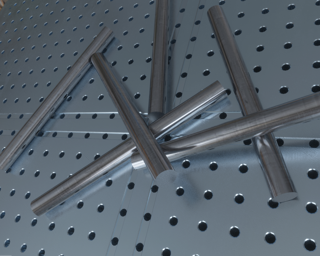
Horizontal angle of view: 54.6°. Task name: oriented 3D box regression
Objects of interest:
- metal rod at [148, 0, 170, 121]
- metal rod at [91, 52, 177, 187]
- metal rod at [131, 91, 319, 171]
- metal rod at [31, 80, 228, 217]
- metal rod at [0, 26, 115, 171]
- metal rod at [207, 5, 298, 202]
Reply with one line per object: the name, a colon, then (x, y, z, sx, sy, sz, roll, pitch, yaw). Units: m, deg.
metal rod: (0.002, -0.144, 0.496, 0.025, 0.025, 0.300, -11, 57, 22)
metal rod: (-0.051, -0.034, 0.432, 0.025, 0.025, 0.300, -37, 44, 3)
metal rod: (0.094, -0.001, 0.327, 0.300, 0.025, 0.025, -20, 54, 29)
metal rod: (-0.045, 0.030, 0.414, 0.300, 0.025, 0.025, -33, 51, 6)
metal rod: (-0.177, -0.056, 0.537, 0.025, 0.025, 0.300, 27, 76, 37)
metal rod: (0.103, -0.054, 0.387, 0.025, 0.025, 0.300, -20, 54, 16)
